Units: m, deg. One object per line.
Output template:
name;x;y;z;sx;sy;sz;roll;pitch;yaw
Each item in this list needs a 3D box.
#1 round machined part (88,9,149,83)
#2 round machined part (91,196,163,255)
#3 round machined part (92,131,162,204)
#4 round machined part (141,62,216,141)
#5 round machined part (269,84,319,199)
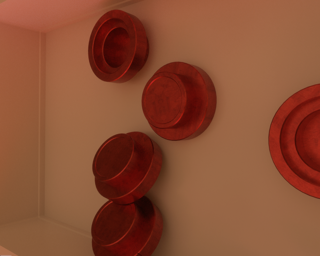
round machined part;-0.054;-0.112;0.438;0.098;0.042;0.097;0;90;39
round machined part;-0.049;0.127;0.400;0.098;0.042;0.098;-22;39;20
round machined part;-0.049;0.046;0.406;0.098;0.042;0.098;-21;47;26
round machined part;0.016;-0.033;0.381;0.098;0.042;0.097;0;90;39
round machined part;0.151;0.011;0.271;0.098;0.042;0.097;0;90;39
